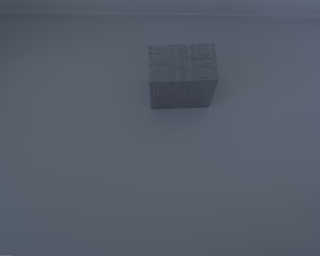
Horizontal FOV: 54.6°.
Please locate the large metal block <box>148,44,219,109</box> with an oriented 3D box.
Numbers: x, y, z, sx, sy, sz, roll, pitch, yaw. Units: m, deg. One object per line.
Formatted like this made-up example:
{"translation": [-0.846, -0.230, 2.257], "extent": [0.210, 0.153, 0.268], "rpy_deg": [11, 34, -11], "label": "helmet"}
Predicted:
{"translation": [0.027, -0.064, 0.404], "extent": [0.080, 0.080, 0.050], "rpy_deg": [-2, 70, -1], "label": "large metal block"}
